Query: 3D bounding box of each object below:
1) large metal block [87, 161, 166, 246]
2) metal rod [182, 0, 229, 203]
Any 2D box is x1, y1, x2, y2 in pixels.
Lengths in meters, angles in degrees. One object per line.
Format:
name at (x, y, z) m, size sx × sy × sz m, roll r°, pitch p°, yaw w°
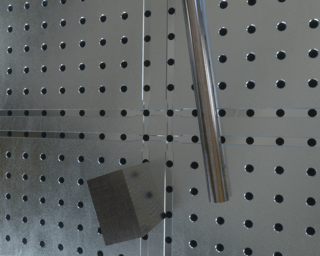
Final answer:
large metal block at (-0.040, 0.093, 0.397) m, size 0.050 × 0.080 × 0.080 m, roll -20°, pitch 83°, yaw 19°
metal rod at (0.055, -0.057, 0.393) m, size 0.025 × 0.025 × 0.298 m, roll -8°, pitch 87°, yaw 20°
